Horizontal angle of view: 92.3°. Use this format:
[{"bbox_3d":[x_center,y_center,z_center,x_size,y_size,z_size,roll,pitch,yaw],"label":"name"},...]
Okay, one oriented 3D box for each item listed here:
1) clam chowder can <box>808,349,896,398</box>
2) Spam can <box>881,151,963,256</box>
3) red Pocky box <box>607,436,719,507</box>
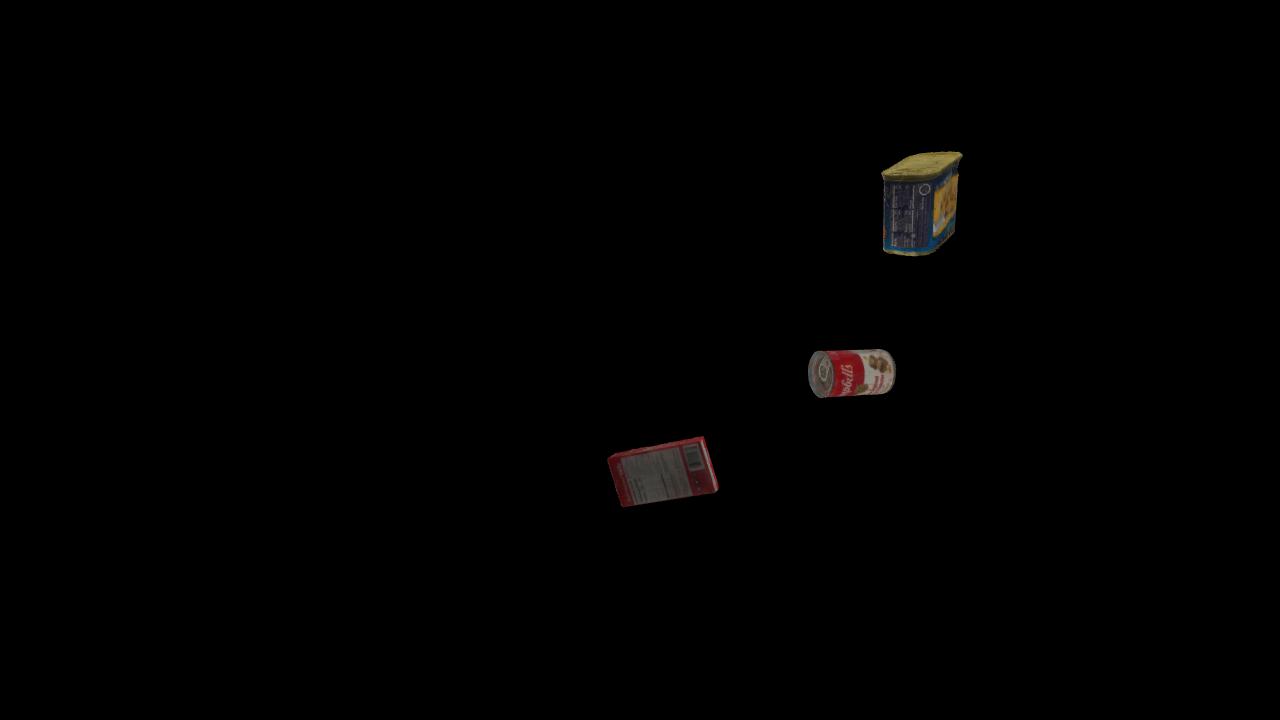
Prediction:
[{"bbox_3d":[0.304,0.018,0.883,0.102,0.068,0.068,-3,1,-14],"label":"clam chowder can"},{"bbox_3d":[0.298,-0.166,0.651,0.058,0.085,0.101,13,35,40],"label":"Spam can"},{"bbox_3d":[0.033,0.167,0.918,0.155,0.083,0.028,-14,7,23],"label":"red Pocky box"}]
